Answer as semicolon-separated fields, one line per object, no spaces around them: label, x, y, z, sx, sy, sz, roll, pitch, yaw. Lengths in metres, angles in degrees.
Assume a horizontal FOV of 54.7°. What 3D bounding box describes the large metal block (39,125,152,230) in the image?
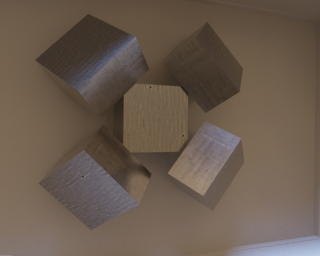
large metal block;-0.071;0.057;0.348;0.080;0.050;0.080;-34;106;29

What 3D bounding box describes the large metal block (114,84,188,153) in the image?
large metal block;-0.012;-0.011;0.390;0.081;0.050;0.080;1;90;-20

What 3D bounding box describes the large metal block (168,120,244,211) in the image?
large metal block;0.063;0.050;0.395;0.080;0.050;0.080;-54;151;-13

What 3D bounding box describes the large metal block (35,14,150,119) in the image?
large metal block;-0.073;-0.070;0.344;0.080;0.080;0.050;-48;148;-14

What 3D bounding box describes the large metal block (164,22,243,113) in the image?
large metal block;0.059;-0.079;0.395;0.080;0.050;0.080;48;32;-13
